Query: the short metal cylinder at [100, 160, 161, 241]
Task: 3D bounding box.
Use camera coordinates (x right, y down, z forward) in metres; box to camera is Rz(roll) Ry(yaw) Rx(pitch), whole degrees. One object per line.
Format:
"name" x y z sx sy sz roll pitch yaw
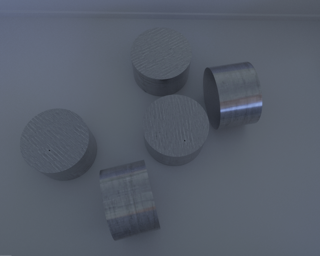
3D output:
"short metal cylinder" -0.033 0.080 0.351 0.050 0.080 0.080 -13 71 -5

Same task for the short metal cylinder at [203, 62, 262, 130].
"short metal cylinder" 0.090 -0.041 0.396 0.050 0.080 0.080 -9 70 -3

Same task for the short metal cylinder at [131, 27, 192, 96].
"short metal cylinder" 0.002 -0.091 0.429 0.081 0.050 0.080 0 70 0

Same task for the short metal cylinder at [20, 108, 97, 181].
"short metal cylinder" -0.124 0.022 0.387 0.081 0.050 0.080 0 70 0

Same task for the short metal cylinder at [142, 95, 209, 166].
"short metal cylinder" 0.019 0.004 0.395 0.081 0.050 0.080 0 70 0
